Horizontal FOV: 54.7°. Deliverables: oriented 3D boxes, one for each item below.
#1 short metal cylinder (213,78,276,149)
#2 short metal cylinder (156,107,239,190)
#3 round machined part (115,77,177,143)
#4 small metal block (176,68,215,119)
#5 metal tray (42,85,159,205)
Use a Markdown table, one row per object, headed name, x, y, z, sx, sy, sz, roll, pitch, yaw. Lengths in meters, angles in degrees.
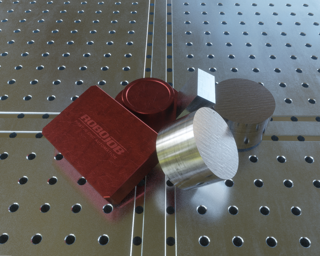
| name | x | y | z | sx | sy | sz | roll | pitch | yaw |
| --- | --- | --- | --- | --- | --- | --- | --- | --- | --- |
| short metal cylinder | 0.102 | -0.019 | 0.404 | 0.081 | 0.050 | 0.080 | 0 | 50 | 0 |
| short metal cylinder | 0.042 | 0.023 | 0.339 | 0.050 | 0.080 | 0.080 | -26 | 38 | 37 |
| round machined part | -0.015 | -0.031 | 0.417 | 0.099 | 0.042 | 0.098 | 0 | 50 | 0 |
| small metal block | 0.045 | -0.039 | 0.395 | 0.025 | 0.050 | 0.050 | 23 | 47 | -18 |
| metal tray | -0.067 | 0.015 | 0.371 | 0.130 | 0.030 | 0.090 | 38 | 74 | 27 |
